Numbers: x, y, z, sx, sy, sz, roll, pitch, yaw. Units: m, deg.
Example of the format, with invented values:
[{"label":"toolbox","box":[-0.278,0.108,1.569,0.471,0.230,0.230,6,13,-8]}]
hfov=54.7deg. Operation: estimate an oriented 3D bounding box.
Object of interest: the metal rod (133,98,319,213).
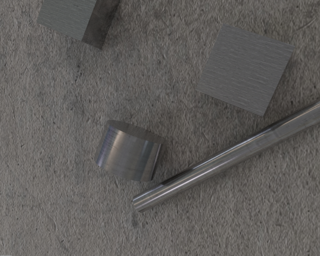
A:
[{"label":"metal rod","box":[0.095,0.030,0.375,0.300,0.025,0.025,-31,80,17]}]

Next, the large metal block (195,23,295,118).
[{"label":"large metal block","box":[0.099,-0.064,0.361,0.080,0.050,0.080,25,98,18]}]

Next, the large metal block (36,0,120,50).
[{"label":"large metal block","box":[-0.113,-0.167,0.436,0.080,0.050,0.080,26,98,18]}]

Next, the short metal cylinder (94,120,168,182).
[{"label":"short metal cylinder","box":[-0.037,0.027,0.393,0.080,0.080,0.050,23,98,18]}]
